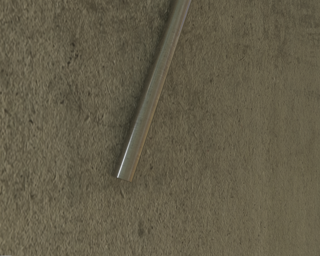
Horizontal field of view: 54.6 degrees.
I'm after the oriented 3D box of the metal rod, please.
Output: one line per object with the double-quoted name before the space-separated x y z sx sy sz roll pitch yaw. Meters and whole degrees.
"metal rod" 0.000 -0.077 0.402 0.025 0.025 0.299 28 72 -36
